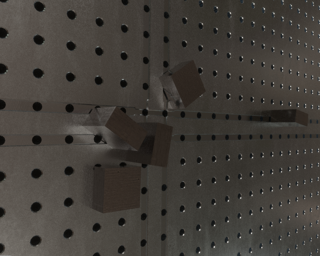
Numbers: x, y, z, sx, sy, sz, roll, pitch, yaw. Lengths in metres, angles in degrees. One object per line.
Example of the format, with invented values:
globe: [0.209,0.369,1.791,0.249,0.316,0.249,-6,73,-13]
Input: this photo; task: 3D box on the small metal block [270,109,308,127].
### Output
small metal block: [0.256,-0.019,0.611,0.050,0.050,0.025,12,83,-40]

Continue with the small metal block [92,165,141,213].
small metal block: [-0.051,0.071,0.368,0.050,0.025,0.050,3,88,-40]

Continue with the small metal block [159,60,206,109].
small metal block: [0.033,-0.061,0.439,0.050,0.025,0.050,-40,114,-33]

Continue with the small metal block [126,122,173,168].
small metal block: [-0.014,0.020,0.383,0.025,0.050,0.050,16,80,-39]

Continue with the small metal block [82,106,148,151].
small metal block: [-0.051,0.001,0.352,0.050,0.050,0.025,41,65,-33]
